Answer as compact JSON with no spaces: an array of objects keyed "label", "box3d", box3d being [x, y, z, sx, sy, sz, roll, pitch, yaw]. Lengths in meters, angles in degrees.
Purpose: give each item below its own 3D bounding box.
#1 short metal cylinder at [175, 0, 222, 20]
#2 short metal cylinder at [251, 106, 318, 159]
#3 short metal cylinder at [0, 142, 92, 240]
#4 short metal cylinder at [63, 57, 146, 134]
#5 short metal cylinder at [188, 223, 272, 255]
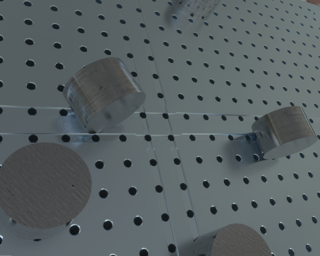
[{"label":"short metal cylinder","box3d":[0.075,-0.253,0.586,0.081,0.050,0.080,14,56,-21]},{"label":"short metal cylinder","box3d":[0.186,0.009,0.467,0.081,0.080,0.050,-1,62,-29]},{"label":"short metal cylinder","box3d":[-0.111,0.060,0.295,0.081,0.050,0.080,14,56,-21]},{"label":"short metal cylinder","box3d":[-0.064,-0.036,0.361,0.081,0.080,0.050,-26,76,-37]},{"label":"short metal cylinder","box3d":[0.078,0.151,0.341,0.081,0.050,0.080,14,56,-21]}]
